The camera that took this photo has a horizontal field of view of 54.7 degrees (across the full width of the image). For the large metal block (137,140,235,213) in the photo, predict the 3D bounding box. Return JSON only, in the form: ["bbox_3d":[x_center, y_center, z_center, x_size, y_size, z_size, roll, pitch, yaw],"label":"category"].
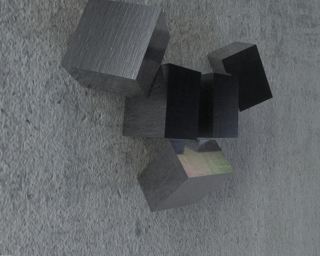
[{"bbox_3d":[0.031,0.059,0.391,0.081,0.080,0.050,1,50,-40],"label":"large metal block"}]

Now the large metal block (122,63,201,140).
[{"bbox_3d":[0.000,-0.028,0.373,0.050,0.080,0.080,6,86,-40],"label":"large metal block"}]

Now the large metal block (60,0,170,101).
[{"bbox_3d":[-0.043,-0.082,0.324,0.050,0.080,0.080,59,47,-69],"label":"large metal block"}]

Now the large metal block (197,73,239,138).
[{"bbox_3d":[0.058,-0.028,0.422,0.050,0.080,0.079,1,90,-40],"label":"large metal block"}]

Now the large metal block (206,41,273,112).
[{"bbox_3d":[0.116,-0.079,0.462,0.050,0.080,0.080,-24,109,2],"label":"large metal block"}]
